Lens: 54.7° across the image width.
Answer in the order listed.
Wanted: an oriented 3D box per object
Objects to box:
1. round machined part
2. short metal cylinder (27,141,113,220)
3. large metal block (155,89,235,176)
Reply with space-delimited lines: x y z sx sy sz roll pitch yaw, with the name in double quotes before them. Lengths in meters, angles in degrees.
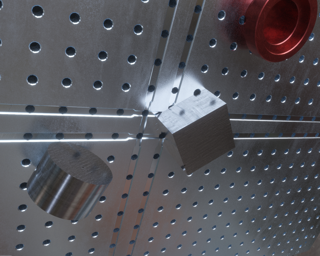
"round machined part" 0.149 -0.138 0.398 0.099 0.042 0.097 -14 125 -21
"short metal cylinder" -0.103 0.059 0.357 0.080 0.080 0.050 24 105 -37
"large metal block" 0.051 0.005 0.428 0.080 0.050 0.080 -29 129 -10
